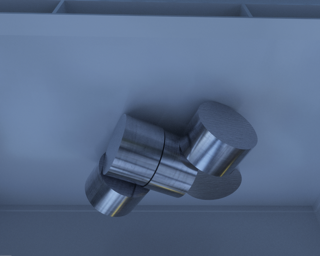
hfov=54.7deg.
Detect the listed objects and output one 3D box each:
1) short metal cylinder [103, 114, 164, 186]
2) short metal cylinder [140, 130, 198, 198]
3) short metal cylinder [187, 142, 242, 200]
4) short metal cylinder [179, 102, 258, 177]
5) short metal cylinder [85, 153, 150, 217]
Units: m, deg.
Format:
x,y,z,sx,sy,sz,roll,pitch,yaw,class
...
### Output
x,y,z,sx,sy,sz,roll,pitch,yaw,class
-0.035,0.028,0.394,0.050,0.080,0.079,20,127,-17,short metal cylinder
0.011,0.047,0.412,0.050,0.080,0.079,21,127,-17,short metal cylinder
0.071,0.058,0.440,0.081,0.050,0.079,0,130,0,short metal cylinder
0.071,0.013,0.383,0.081,0.080,0.050,18,128,-15,short metal cylinder
-0.058,0.076,0.435,0.080,0.080,0.050,23,126,-19,short metal cylinder
